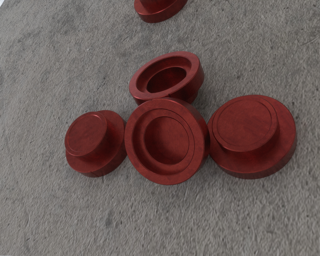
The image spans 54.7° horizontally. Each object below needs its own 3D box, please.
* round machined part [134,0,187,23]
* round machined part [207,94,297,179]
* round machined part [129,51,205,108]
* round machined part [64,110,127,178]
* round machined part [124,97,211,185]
[{"bbox_3d":[-0.003,-0.234,0.538,0.098,0.042,0.098,-13,56,21],"label":"round machined part"},{"bbox_3d":[0.096,0.003,0.341,0.098,0.042,0.098,-13,56,21],"label":"round machined part"},{"bbox_3d":[0.012,-0.056,0.411,0.098,0.042,0.098,-16,40,15],"label":"round machined part"},{"bbox_3d":[-0.092,0.016,0.432,0.098,0.042,0.098,-13,56,21],"label":"round machined part"},{"bbox_3d":[0.011,0.013,0.359,0.098,0.042,0.097,5,101,26],"label":"round machined part"}]
